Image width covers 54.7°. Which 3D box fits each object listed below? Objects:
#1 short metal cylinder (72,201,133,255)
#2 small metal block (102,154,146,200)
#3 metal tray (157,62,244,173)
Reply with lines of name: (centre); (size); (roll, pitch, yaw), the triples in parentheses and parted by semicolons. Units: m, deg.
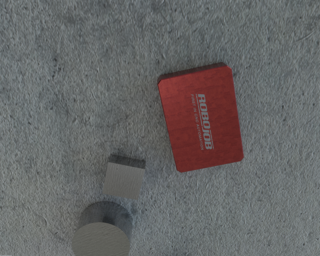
short metal cylinder: (-0.082, 0.155, 0.453); (0.081, 0.050, 0.079); (0, 110, -1)
small metal block: (-0.050, 0.069, 0.435); (0.050, 0.025, 0.050); (12, 110, -5)
metal tray: (0.054, -0.012, 0.404); (0.090, 0.030, 0.129); (-12, 110, 4)
